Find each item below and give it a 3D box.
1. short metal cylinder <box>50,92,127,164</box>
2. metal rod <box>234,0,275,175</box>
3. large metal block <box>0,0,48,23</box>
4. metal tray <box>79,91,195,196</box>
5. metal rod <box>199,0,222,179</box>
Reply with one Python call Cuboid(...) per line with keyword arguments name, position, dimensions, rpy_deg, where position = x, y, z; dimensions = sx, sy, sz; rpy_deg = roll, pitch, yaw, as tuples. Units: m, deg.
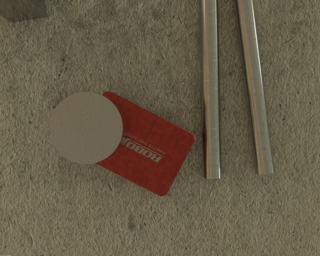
Cuboid(name="short metal cylinder", position=(-0.081, 0.000, 0.366), dimensions=(0.081, 0.050, 0.079), rpy_deg=(0, 90, -1))
Cuboid(name="metal rod", position=(0.121, -0.088, 0.411), dimensions=(0.025, 0.025, 0.298), rpy_deg=(-7, 90, 0))
Cuboid(name="large metal block", position=(-0.183, -0.186, 0.380), dimensions=(0.050, 0.080, 0.080), rpy_deg=(-9, 90, 0))
Cuboid(name="metal tray", position=(-0.032, 0.020, 0.407), dimensions=(0.130, 0.030, 0.090), rpy_deg=(27, 90, -1))
Cuboid(name="metal rod", position=(0.066, -0.084, 0.410), dimensions=(0.025, 0.025, 0.298), rpy_deg=(-1, 90, -1))
